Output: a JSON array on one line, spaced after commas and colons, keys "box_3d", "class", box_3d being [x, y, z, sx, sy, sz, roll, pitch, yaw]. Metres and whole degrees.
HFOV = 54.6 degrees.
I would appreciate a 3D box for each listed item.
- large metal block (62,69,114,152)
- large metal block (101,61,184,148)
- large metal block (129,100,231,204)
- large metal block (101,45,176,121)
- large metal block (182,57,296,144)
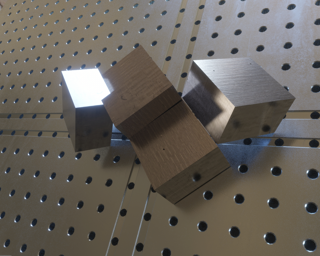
[{"box_3d": [-0.103, -0.026, 0.435, 0.050, 0.079, 0.080, -10, 47, -25], "class": "large metal block"}, {"box_3d": [-0.013, -0.023, 0.394, 0.080, 0.080, 0.050, -36, 52, 4], "class": "large metal block"}, {"box_3d": [0.022, 0.028, 0.364, 0.080, 0.050, 0.080, -35, 50, 5], "class": "large metal block"}, {"box_3d": [-0.032, -0.059, 0.446, 0.080, 0.050, 0.080, -37, 52, 5], "class": "large metal block"}, {"box_3d": [0.083, -0.034, 0.343, 0.081, 0.050, 0.080, -9, 47, -26], "class": "large metal block"}]
